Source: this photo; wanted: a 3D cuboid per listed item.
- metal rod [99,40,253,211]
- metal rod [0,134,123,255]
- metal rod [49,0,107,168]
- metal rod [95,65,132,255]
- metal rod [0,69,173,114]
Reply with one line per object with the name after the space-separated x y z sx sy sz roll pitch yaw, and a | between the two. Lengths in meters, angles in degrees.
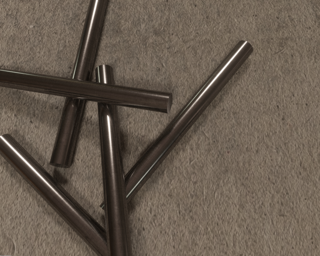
0.031 -0.009 0.411 0.025 0.025 0.301 37 74 12 | metal rod
-0.092 0.112 0.366 0.300 0.025 0.025 40 75 13 | metal rod
-0.108 -0.092 0.440 0.025 0.025 0.299 7 70 2 | metal rod
-0.056 0.048 0.366 0.025 0.025 0.299 -8 62 -3 | metal rod
-0.133 -0.054 0.401 0.301 0.025 0.025 10 70 13 | metal rod
